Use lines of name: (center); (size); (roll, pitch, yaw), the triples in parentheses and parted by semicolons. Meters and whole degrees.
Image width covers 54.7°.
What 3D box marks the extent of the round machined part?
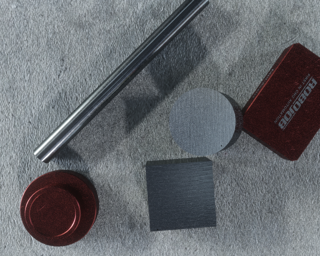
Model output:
round machined part: (-0.132, 0.105, 0.400); (0.099, 0.042, 0.097); (0, 90, -1)

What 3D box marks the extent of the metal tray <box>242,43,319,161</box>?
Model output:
metal tray: (0.173, -0.033, 0.410); (0.090, 0.030, 0.130); (35, 90, -1)

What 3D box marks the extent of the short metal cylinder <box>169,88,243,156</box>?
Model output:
short metal cylinder: (0.058, -0.008, 0.384); (0.080, 0.050, 0.079); (0, 91, 24)

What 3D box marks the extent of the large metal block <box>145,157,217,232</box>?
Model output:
large metal block: (0.025, 0.082, 0.398); (0.081, 0.050, 0.079); (-4, 90, -1)

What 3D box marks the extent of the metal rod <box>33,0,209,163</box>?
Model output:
metal rod: (-0.050, -0.068, 0.409); (0.300, 0.025, 0.025); (-45, 91, -1)
